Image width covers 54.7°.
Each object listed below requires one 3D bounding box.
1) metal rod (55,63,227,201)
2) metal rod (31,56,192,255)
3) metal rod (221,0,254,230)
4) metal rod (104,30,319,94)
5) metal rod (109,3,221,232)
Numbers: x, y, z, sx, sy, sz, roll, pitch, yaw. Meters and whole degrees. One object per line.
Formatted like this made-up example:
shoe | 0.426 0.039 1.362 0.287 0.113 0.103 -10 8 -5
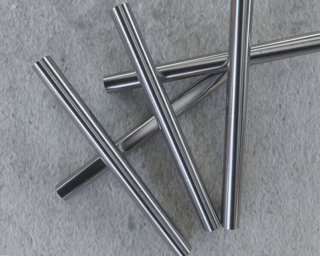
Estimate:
metal rod | -0.009 -0.004 0.409 0.301 0.025 0.025 -37 90 -1
metal rod | -0.053 0.044 0.384 0.025 0.025 0.299 -35 100 0
metal rod | 0.092 -0.016 0.376 0.025 0.025 0.298 0 104 -1
metal rod | 0.077 -0.083 0.388 0.301 0.025 0.025 -10 90 8
metal rod | 0.011 -0.005 0.385 0.025 0.025 0.299 -23 100 0
